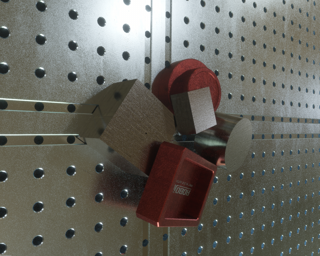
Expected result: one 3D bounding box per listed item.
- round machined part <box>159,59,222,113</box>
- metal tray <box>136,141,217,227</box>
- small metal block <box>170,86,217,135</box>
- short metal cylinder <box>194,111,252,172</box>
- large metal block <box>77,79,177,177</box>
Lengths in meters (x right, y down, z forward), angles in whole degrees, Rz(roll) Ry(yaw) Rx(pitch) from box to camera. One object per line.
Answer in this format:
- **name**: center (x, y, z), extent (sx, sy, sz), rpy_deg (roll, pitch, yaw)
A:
- **round machined part**: center (0.049, -0.050, 0.439), extent (0.099, 0.042, 0.097), rpy_deg (0, 90, -40)
- **metal tray**: center (0.028, 0.076, 0.392), extent (0.130, 0.030, 0.090), rpy_deg (32, 76, -59)
- **small metal block**: center (0.043, -0.022, 0.385), extent (0.050, 0.025, 0.050), rpy_deg (-20, 100, -49)
- **short metal cylinder**: center (0.094, 0.019, 0.457), extent (0.081, 0.050, 0.079), rpy_deg (-23, 121, -45)
- **large metal block**: center (-0.034, 0.001, 0.364), extent (0.080, 0.050, 0.080), rpy_deg (43, 64, -32)
